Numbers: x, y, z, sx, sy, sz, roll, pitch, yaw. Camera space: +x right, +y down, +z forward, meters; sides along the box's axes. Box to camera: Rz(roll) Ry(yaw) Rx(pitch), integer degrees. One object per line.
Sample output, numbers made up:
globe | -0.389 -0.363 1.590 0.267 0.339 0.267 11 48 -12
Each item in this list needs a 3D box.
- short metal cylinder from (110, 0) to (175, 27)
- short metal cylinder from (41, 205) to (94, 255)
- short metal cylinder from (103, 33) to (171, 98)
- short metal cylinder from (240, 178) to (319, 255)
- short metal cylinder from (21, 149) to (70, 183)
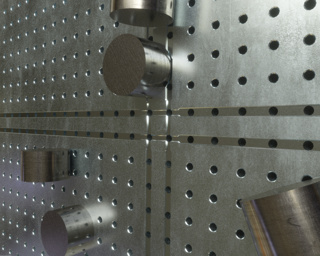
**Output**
short metal cylinder | -0.022 -0.163 0.391 0.080 0.081 0.050 7 95 40
short metal cylinder | -0.157 0.174 0.523 0.080 0.050 0.079 0 90 40
short metal cylinder | -0.032 -0.082 0.420 0.080 0.050 0.079 0 90 40
short metal cylinder | 0.118 0.079 0.276 0.080 0.081 0.050 -27 73 37
short metal cylinder | -0.197 0.062 0.537 0.080 0.081 0.050 0 90 40
